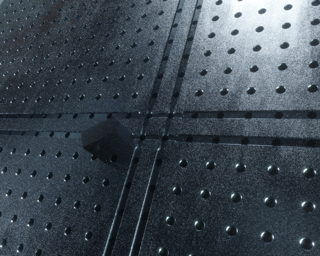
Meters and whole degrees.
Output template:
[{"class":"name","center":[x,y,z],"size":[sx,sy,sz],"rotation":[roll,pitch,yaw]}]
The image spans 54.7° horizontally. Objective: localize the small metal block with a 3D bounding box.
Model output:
[{"class":"small metal block","center":[-0.069,0.017,0.417],"size":[0.050,0.050,0.025],"rotation":[-26,53,12]}]
